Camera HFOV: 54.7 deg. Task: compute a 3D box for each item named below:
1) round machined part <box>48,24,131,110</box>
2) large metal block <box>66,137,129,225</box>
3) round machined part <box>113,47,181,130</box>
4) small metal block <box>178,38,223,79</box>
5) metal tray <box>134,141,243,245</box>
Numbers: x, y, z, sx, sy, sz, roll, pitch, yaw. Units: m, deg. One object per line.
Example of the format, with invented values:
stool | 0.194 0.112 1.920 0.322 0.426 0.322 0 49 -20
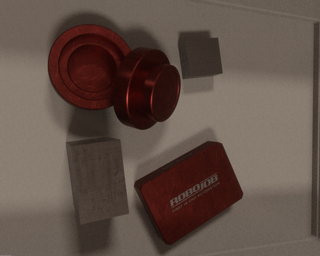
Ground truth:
round machined part | -0.083 -0.069 0.371 0.099 0.042 0.097 0 90 -21
large metal block | -0.074 0.054 0.355 0.050 0.080 0.079 -7 93 -20
round machined part | -0.009 -0.044 0.370 0.099 0.042 0.097 -38 136 -49
small metal block | 0.056 -0.097 0.432 0.050 0.025 0.050 -9 93 -20
metal tray | 0.042 0.085 0.425 0.131 0.030 0.090 -27 99 -18
